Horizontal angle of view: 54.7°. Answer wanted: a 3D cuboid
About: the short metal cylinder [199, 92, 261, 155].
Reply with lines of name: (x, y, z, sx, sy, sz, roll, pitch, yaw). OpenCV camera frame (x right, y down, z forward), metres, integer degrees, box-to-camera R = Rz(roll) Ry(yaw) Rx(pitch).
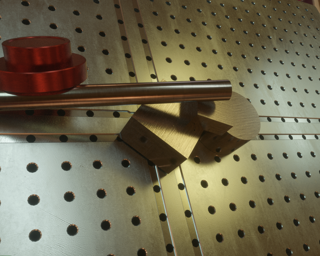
short metal cylinder: (0.097, -0.008, 0.451, 0.081, 0.050, 0.080, 14, 56, -21)

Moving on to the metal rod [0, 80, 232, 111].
metal rod: (-0.067, -0.036, 0.339, 0.302, 0.025, 0.025, -4, 62, -11)

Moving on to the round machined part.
round machined part: (-0.131, -0.074, 0.338, 0.099, 0.042, 0.098, 1, 26, 0)

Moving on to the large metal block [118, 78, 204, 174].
large metal block: (0.007, -0.003, 0.396, 0.080, 0.050, 0.080, 38, 51, -3)

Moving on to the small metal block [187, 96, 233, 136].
small metal block: (0.063, -0.024, 0.391, 0.050, 0.025, 0.050, 17, 55, -19)
